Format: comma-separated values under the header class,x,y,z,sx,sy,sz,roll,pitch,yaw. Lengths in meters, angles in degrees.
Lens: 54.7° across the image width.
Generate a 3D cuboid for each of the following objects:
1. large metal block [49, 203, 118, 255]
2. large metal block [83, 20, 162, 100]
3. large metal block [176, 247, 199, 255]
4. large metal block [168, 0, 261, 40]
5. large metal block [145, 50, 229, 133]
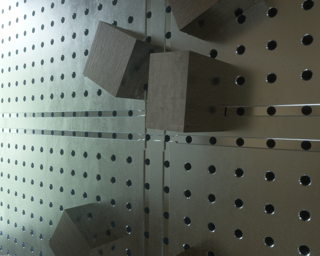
class,x,y,z,sx,sy,sz,roll,pitch,yaw
large metal block,-0.124,0.181,0.492,0.080,0.050,0.079,42,115,32
large metal block,-0.055,-0.095,0.436,0.080,0.050,0.079,36,112,34
large metal block,0.030,0.206,0.367,0.080,0.050,0.080,45,117,30
large metal block,0.054,-0.160,0.347,0.080,0.050,0.080,-28,73,36
large metal block,0.032,-0.037,0.346,0.050,0.081,0.079,7,94,39
